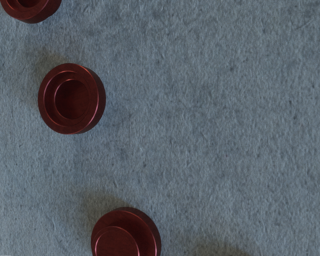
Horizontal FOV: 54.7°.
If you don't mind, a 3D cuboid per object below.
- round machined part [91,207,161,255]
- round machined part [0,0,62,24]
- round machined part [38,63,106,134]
[{"bbox_3d":[-0.051,0.160,0.417,0.098,0.042,0.097,0,90,19],"label":"round machined part"},{"bbox_3d":[-0.187,-0.205,0.464,0.098,0.042,0.097,0,90,19],"label":"round machined part"},{"bbox_3d":[-0.120,-0.040,0.441,0.098,0.042,0.097,0,90,19],"label":"round machined part"}]
